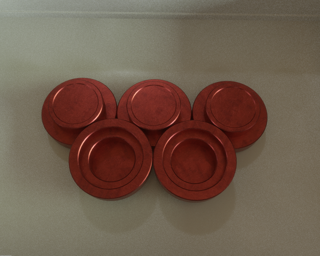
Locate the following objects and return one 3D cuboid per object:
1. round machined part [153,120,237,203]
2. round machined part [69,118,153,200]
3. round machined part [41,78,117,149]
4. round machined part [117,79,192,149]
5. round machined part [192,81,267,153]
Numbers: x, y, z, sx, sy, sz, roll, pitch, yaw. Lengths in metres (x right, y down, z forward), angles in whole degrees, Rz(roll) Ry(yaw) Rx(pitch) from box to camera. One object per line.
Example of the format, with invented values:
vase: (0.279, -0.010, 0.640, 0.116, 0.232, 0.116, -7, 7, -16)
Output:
round machined part: (0.041, 0.043, 0.383, 0.099, 0.042, 0.098, 0, 70, 0)
round machined part: (-0.058, 0.041, 0.383, 0.099, 0.042, 0.098, 0, 70, 0)
round machined part: (-0.106, -0.024, 0.406, 0.099, 0.042, 0.098, 0, 69, -1)
round machined part: (-0.008, -0.022, 0.406, 0.099, 0.042, 0.098, 0, 69, 0)
round machined part: (0.091, -0.019, 0.405, 0.099, 0.042, 0.098, 0, 69, 0)
